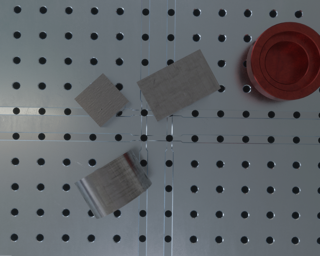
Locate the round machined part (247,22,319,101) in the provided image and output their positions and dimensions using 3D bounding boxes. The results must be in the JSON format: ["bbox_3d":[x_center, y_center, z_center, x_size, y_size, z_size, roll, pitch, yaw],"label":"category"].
[{"bbox_3d":[0.162,-0.084,0.406,0.099,0.042,0.097,0,90,0],"label":"round machined part"}]

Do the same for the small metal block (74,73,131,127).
[{"bbox_3d":[-0.075,-0.036,0.413,0.050,0.025,0.050,-42,90,0],"label":"small metal block"}]

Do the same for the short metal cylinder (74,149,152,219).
[{"bbox_3d":[-0.057,0.068,0.385,0.080,0.080,0.050,-31,90,0],"label":"short metal cylinder"}]

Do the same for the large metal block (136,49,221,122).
[{"bbox_3d":[0.021,-0.048,0.386,0.080,0.080,0.050,-28,90,0],"label":"large metal block"}]
